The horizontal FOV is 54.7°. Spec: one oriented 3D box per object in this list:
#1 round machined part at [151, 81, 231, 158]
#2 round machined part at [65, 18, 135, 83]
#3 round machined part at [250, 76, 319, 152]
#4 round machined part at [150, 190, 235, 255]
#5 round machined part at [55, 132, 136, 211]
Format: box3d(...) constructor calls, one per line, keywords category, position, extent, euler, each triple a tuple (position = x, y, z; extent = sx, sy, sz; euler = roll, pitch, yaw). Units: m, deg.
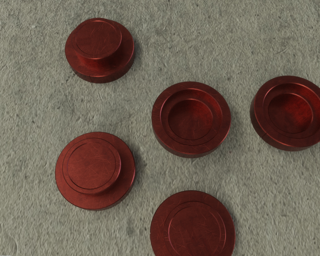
box3d(category="round machined part", position=(0.039, -0.008, 0.402), extent=(0.099, 0.042, 0.098), euler=(0, 70, 0))
box3d(category="round machined part", position=(-0.086, -0.116, 0.441), extent=(0.099, 0.042, 0.098), euler=(0, 70, 0))
box3d(category="round machined part", position=(0.167, -0.016, 0.406), extent=(0.099, 0.042, 0.098), euler=(0, 70, 0))
box3d(category="round machined part", position=(0.037, 0.120, 0.355), extent=(0.099, 0.042, 0.098), euler=(0, 70, 0))
box3d(category="round machined part", position=(-0.080, 0.050, 0.380), extent=(0.099, 0.042, 0.098), euler=(0, 70, 0))
